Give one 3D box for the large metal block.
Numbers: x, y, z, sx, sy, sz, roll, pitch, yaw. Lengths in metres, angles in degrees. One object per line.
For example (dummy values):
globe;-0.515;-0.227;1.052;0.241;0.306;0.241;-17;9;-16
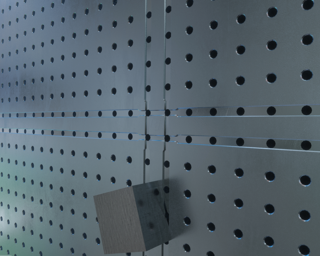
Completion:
large metal block;-0.039;0.122;0.423;0.080;0.050;0.080;-22;76;37
